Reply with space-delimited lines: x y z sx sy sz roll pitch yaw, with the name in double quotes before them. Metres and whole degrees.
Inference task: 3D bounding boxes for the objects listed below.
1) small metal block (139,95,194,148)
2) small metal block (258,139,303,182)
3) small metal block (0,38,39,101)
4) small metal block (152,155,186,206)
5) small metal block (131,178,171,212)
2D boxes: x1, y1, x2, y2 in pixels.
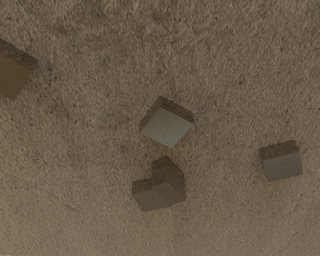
"small metal block" 0.008 -0.007 0.401 0.050 0.025 0.050 26 126 -21
"small metal block" 0.176 0.049 0.450 0.050 0.025 0.050 -16 129 13
"small metal block" -0.175 -0.066 0.349 0.050 0.025 0.050 31 123 -24
"small metal block" 0.013 0.077 0.456 0.025 0.050 0.050 -28 125 22
"small metal block" -0.012 0.106 0.498 0.050 0.025 0.050 -13 129 11
